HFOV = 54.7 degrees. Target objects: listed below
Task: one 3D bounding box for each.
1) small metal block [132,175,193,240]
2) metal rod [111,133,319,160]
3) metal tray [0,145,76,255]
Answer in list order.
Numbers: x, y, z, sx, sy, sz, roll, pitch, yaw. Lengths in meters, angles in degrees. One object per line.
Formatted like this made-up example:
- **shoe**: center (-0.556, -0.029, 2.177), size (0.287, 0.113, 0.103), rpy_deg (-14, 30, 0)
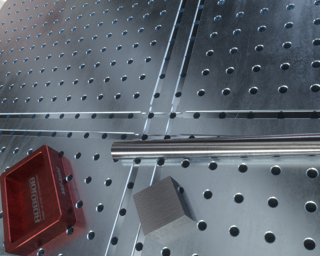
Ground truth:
- **small metal block**: center (0.002, 0.090, 0.352), size (0.050, 0.025, 0.050), rpy_deg (-30, 52, 9)
- **metal rod**: center (0.076, 0.022, 0.354), size (0.300, 0.025, 0.025), rpy_deg (-3, 60, 26)
- **metal tray**: center (-0.176, 0.098, 0.437), size (0.090, 0.030, 0.130), rpy_deg (-34, 51, 6)
